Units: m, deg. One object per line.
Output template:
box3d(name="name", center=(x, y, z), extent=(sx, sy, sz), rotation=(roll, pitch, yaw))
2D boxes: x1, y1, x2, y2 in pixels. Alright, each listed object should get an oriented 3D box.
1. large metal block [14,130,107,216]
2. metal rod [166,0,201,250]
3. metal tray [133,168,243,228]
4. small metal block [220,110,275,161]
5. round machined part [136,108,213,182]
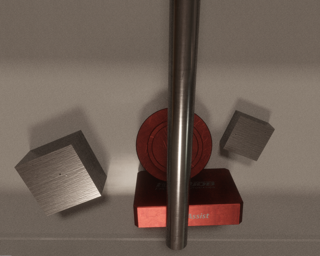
box3d(name="large metal block", center=(-0.129, 0.060, 0.418), extent=(0.080, 0.050, 0.080), rotation=(-22, 109, 7))
box3d(name="metal rod", center=(0.020, 0.000, 0.300), extent=(0.025, 0.025, 0.298), rotation=(0, 116, -1))
box3d(name="metal tray", center=(0.034, 0.089, 0.410), extent=(0.131, 0.090, 0.030), rotation=(-2, 111, 0))
box3d(name="small metal block", center=(0.116, 0.010, 0.417), extent=(0.050, 0.025, 0.050), rotation=(21, 109, -8))
box3d(name="round machined part", center=(0.018, 0.022, 0.397), extent=(0.099, 0.042, 0.097), rotation=(0, 93, -1))
